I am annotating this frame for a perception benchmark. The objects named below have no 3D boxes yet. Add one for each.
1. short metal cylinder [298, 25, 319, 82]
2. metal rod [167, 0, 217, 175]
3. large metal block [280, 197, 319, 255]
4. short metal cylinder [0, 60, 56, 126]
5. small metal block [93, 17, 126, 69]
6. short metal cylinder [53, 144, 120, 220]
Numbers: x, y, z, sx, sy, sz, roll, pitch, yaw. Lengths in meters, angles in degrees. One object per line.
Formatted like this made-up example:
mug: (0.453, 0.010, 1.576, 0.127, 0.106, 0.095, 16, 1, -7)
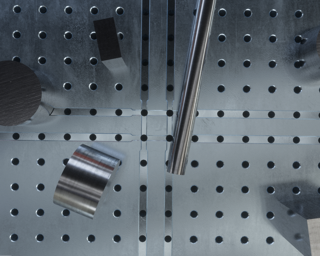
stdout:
short metal cylinder: (0.231, -0.102, 0.402, 0.081, 0.050, 0.080, 0, 90, 0)
metal rod: (0.048, -0.087, 0.413, 0.025, 0.025, 0.298, 10, 90, 0)
large metal block: (0.208, 0.122, 0.387, 0.080, 0.080, 0.050, -7, 90, 0)
short metal cylinder: (-0.183, -0.042, 0.399, 0.081, 0.050, 0.080, 0, 90, 0)
small metal block: (-0.064, -0.108, 0.400, 0.025, 0.050, 0.050, -11, 90, 0)
short metal cylinder: (-0.089, 0.066, 0.385, 0.050, 0.080, 0.080, 23, 90, 0)
